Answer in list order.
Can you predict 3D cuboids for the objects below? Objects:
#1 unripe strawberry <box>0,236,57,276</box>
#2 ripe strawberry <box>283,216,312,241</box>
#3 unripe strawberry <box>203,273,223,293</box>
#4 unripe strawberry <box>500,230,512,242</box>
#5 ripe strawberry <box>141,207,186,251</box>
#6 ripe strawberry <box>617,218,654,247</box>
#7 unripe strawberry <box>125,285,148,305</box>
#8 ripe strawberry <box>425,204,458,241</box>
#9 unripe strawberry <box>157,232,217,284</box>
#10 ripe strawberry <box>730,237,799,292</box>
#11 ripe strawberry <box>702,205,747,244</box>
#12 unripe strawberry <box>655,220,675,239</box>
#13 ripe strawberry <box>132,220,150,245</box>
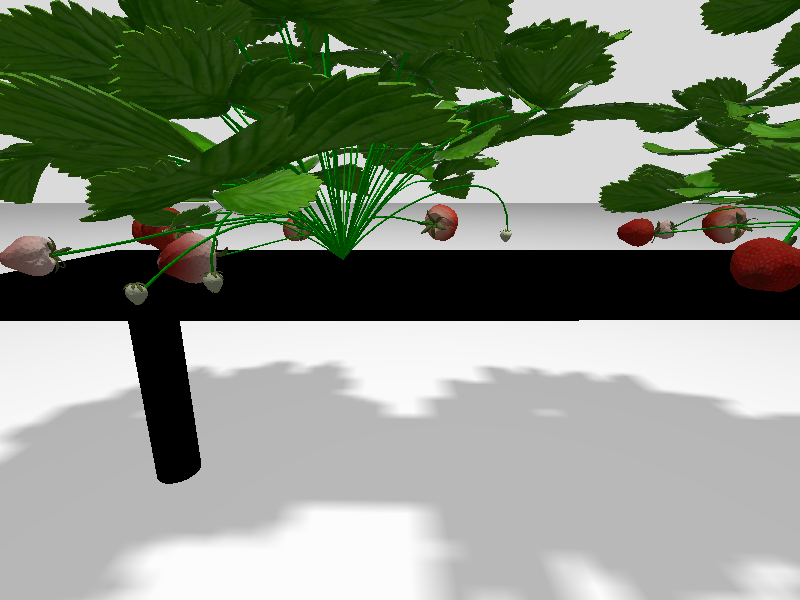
[{"bbox_3d":[-0.256,-0.030,0.276,0.029,0.028,0.031,-6,16,-19],"label":"unripe strawberry"},{"bbox_3d":[-0.122,-0.086,0.476,0.035,0.030,0.035,-8,17,-28],"label":"ripe strawberry"},{"bbox_3d":[-0.103,-0.009,0.221,0.010,0.011,0.011,6,16,20],"label":"unripe strawberry"},{"bbox_3d":[0.107,-0.064,0.403,0.010,0.011,0.011,-5,16,-19],"label":"unripe strawberry"},{"bbox_3d":[-0.236,-0.071,0.400,0.041,0.043,0.038,4,16,16],"label":"ripe strawberry"},{"bbox_3d":[0.252,-0.072,0.429,0.034,0.029,0.034,8,17,28],"label":"ripe strawberry"},{"bbox_3d":[-0.143,-0.003,0.217,0.011,0.011,0.010,10,18,32],"label":"unripe strawberry"},{"bbox_3d":[0.055,-0.097,0.500,0.042,0.044,0.046,10,17,32],"label":"ripe strawberry"},{"bbox_3d":[-0.138,-0.027,0.260,0.032,0.034,0.035,14,21,42],"label":"unripe strawberry"},{"bbox_3d":[0.211,-0.019,0.232,0.035,0.030,0.035,-30,28,-24],"label":"ripe strawberry"},{"bbox_3d":[0.383,-0.090,0.478,0.042,0.045,0.045,-2,15,-7],"label":"ripe strawberry"},{"bbox_3d":[0.330,-0.087,0.499,0.020,0.022,0.021,-7,-1,-24],"label":"unripe strawberry"},{"bbox_3d":[-0.280,-0.076,0.441,0.031,0.032,0.028,-28,2,27],"label":"ripe strawberry"}]
